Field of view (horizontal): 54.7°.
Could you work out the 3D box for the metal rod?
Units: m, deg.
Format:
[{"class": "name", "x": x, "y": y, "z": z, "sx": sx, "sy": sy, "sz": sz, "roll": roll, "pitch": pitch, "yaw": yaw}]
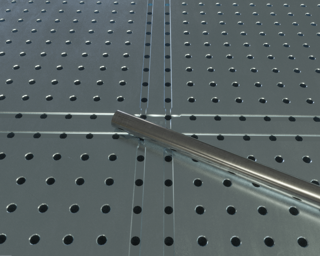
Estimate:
[{"class": "metal rod", "x": 0.076, "y": 0.039, "z": 0.375, "sx": 0.301, "sy": 0.025, "sz": 0.025, "roll": 21, "pitch": 53, "yaw": 16}]
